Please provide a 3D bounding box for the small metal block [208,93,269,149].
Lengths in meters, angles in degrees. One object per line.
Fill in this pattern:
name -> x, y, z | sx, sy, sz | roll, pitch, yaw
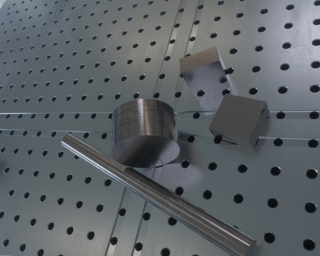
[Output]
small metal block -> 0.093, -0.009, 0.365 | 0.050, 0.025, 0.050 | 17, 71, 34

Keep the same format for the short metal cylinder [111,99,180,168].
short metal cylinder -> -0.018, 0.009, 0.377 | 0.080, 0.080, 0.050 | -17, 55, 18

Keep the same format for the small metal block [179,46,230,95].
small metal block -> 0.059, -0.074, 0.407 | 0.050, 0.050, 0.025 | -16, 55, 19

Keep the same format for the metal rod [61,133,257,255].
metal rod -> -0.027, 0.068, 0.380 | 0.300, 0.025, 0.025 | 24, 74, 36
